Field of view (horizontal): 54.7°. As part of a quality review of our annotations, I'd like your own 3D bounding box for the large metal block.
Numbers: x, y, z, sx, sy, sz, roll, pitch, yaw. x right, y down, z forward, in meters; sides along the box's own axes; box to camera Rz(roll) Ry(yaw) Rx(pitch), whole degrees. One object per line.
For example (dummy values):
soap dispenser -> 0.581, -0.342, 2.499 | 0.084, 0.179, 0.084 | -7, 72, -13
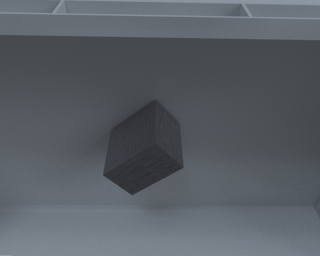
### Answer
large metal block -> -0.020, 0.025, 0.390 | 0.080, 0.080, 0.050 | -32, 123, 24
